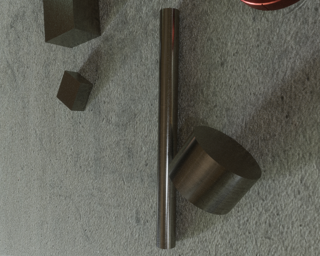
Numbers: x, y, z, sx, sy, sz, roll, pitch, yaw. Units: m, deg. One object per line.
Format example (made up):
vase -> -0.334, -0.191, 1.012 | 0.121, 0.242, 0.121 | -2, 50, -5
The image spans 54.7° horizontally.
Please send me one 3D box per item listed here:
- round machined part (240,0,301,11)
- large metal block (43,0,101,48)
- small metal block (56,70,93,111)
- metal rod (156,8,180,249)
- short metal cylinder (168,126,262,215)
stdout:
round machined part -> 0.115, -0.162, 0.298 | 0.098, 0.042, 0.097 | 0, 90, 39
large metal block -> -0.145, -0.184, 0.505 | 0.080, 0.050, 0.080 | -7, 86, 39
small metal block -> -0.144, -0.062, 0.521 | 0.050, 0.025, 0.050 | 37, 113, 33
metal rod -> 0.010, 0.001, 0.394 | 0.025, 0.025, 0.298 | 2, 91, 39
short metal cylinder -> 0.056, 0.042, 0.322 | 0.080, 0.081, 0.050 | 47, 118, 29
